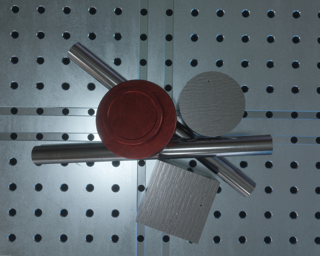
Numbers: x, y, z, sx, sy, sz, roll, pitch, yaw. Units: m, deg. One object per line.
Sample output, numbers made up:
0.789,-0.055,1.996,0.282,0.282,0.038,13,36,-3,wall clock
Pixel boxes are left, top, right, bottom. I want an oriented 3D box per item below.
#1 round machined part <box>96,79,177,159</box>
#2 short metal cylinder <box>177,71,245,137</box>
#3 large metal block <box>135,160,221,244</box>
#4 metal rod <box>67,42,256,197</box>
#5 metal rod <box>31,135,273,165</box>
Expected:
-0.029,-0.011,0.371,0.099,0.042,0.097,-1,81,5,round machined part
0.064,-0.029,0.401,0.081,0.050,0.079,0,90,-1,short metal cylinder
0.022,0.089,0.399,0.080,0.050,0.080,20,90,-1,large metal block
0.003,-0.011,0.414,0.300,0.025,0.025,38,90,-1,metal rod
-0.015,0.028,0.395,0.302,0.025,0.025,-3,90,7,metal rod
